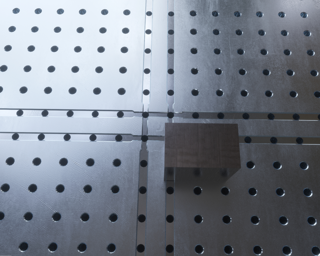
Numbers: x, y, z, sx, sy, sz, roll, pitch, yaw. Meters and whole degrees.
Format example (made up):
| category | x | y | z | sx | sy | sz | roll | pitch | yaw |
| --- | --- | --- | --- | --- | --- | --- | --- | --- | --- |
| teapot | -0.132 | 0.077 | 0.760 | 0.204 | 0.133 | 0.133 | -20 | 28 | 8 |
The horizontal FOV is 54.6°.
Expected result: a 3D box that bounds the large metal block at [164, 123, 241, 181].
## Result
| category | x | y | z | sx | sy | sz | roll | pitch | yaw |
| --- | --- | --- | --- | --- | --- | --- | --- | --- | --- |
| large metal block | 0.045 | 0.032 | 0.371 | 0.080 | 0.080 | 0.050 | 1 | 70 | 0 |
